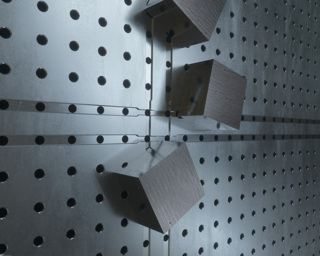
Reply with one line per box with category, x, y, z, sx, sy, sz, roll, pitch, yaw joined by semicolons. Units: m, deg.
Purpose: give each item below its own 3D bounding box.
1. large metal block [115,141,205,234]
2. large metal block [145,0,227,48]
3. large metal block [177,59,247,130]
large metal block;0.002;0.071;0.394;0.080;0.050;0.080;-34;111;-35
large metal block;0.038;-0.171;0.423;0.080;0.050;0.080;37;68;-34
large metal block;0.079;-0.045;0.457;0.080;0.050;0.080;19;78;-38
